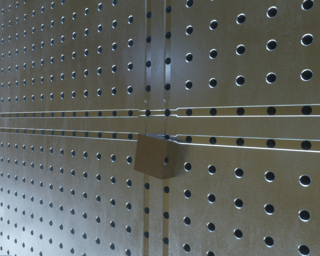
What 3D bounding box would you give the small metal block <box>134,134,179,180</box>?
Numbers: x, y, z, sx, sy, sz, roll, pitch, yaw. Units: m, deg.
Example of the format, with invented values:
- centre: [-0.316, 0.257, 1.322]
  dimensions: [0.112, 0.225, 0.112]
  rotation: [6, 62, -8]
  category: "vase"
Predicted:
- centre: [-0.005, 0.036, 0.412]
  dimensions: [0.050, 0.025, 0.050]
  rotation: [13, 98, 39]
  category: "small metal block"
